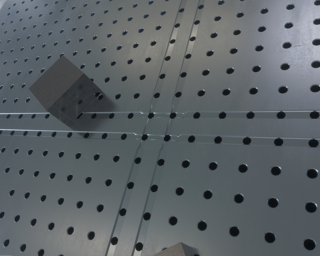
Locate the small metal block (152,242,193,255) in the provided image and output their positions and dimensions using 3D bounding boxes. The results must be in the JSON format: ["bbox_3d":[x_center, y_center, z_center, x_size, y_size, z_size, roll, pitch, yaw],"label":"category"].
[{"bbox_3d":[0.012,0.151,0.310,0.050,0.025,0.050,-29,52,9],"label":"small metal block"}]

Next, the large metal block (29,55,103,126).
[{"bbox_3d":[-0.157,-0.063,0.514,0.080,0.050,0.080,-47,51,-5],"label":"large metal block"}]
